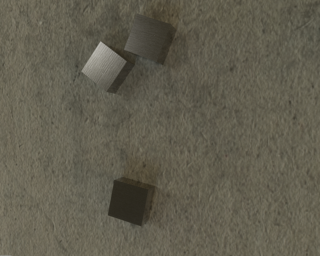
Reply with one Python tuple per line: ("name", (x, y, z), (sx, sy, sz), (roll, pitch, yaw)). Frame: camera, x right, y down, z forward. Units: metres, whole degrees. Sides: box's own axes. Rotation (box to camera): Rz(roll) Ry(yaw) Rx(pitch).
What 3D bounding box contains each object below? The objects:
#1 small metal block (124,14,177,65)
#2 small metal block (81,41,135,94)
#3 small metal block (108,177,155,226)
("small metal block", (-0.013, -0.118, 0.413), (0.050, 0.025, 0.050), (24, 98, 18))
("small metal block", (-0.073, -0.084, 0.433), (0.050, 0.025, 0.050), (39, 102, 15))
("small metal block", (-0.039, 0.099, 0.422), (0.050, 0.025, 0.050), (12, 94, 19))
